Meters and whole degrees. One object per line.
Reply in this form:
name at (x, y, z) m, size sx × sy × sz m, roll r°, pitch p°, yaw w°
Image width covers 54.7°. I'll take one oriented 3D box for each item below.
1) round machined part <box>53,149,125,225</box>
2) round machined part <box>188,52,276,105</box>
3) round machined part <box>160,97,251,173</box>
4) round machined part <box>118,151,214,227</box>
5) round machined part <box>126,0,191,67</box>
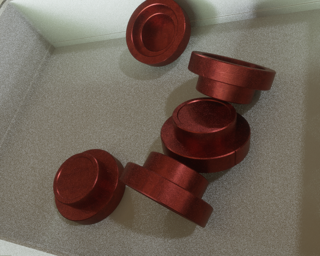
round machined part at (-0.097, 0.071, 0.400) m, size 0.098 × 0.042 × 0.098 m, roll -13°, pitch 56°, yaw 20°
round machined part at (0.080, -0.058, 0.365) m, size 0.098 × 0.099 × 0.042 m, roll 28°, pitch 114°, yaw 37°
round machined part at (0.049, 0.001, 0.342) m, size 0.099 × 0.042 × 0.098 m, roll -5°, pitch 36°, yaw 4°
round machined part at (0.010, 0.058, 0.316) m, size 0.098 × 0.098 × 0.042 m, roll 20°, pitch 74°, yaw 35°
round machined part at (0.001, -0.140, 0.462) m, size 0.098 × 0.042 × 0.097 m, roll -1°, pitch 88°, yaw 28°
